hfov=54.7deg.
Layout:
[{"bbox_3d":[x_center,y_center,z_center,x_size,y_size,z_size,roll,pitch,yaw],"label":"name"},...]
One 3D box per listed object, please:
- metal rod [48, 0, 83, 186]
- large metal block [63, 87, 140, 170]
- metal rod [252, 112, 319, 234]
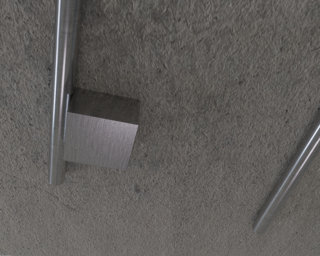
[{"bbox_3d":[-0.120,-0.032,0.378,0.025,0.025,0.298,11,129,-10],"label":"metal rod"},{"bbox_3d":[-0.074,0.003,0.392,0.081,0.050,0.079,11,129,-9],"label":"large metal block"},{"bbox_3d":[0.201,0.070,0.468,0.025,0.025,0.298,6,130,-5],"label":"metal rod"}]
